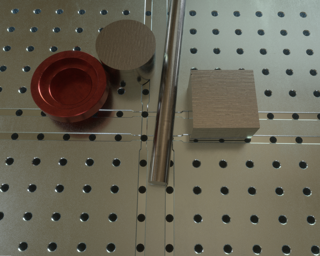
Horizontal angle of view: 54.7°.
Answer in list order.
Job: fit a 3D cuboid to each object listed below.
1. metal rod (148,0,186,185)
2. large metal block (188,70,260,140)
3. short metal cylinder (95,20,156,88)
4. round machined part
[{"bbox_3d":[0.014,-0.071,0.437,0.025,0.025,0.299,6,70,2],"label":"metal rod"},{"bbox_3d":[0.080,-0.029,0.410,0.081,0.050,0.080,0,70,0],"label":"large metal block"},{"bbox_3d":[-0.046,-0.104,0.436,0.081,0.050,0.080,0,70,0],"label":"short metal cylinder"},{"bbox_3d":[-0.119,-0.052,0.421,0.099,0.042,0.098,0,70,0],"label":"round machined part"}]
